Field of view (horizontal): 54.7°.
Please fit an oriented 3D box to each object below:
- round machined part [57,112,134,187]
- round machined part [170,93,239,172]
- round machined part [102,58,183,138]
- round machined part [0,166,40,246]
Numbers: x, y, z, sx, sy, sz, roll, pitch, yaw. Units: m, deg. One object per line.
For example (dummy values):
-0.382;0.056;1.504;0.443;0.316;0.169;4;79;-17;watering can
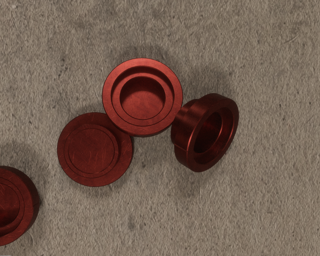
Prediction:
-0.084;0.028;0.400;0.099;0.042;0.097;0;90;-1;round machined part
0.051;0.002;0.384;0.042;0.098;0.098;30;90;38;round machined part
-0.022;-0.036;0.395;0.099;0.042;0.097;1;80;-4;round machined part
-0.204;0.097;0.399;0.099;0.042;0.097;0;90;-1;round machined part
